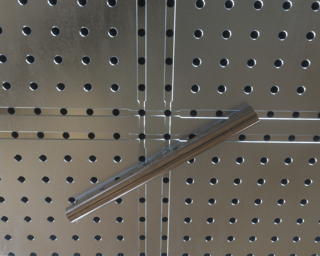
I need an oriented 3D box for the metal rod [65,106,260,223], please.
[{"bbox_3d":[-0.003,0.055,0.433,0.300,0.025,0.025,-30,108,10],"label":"metal rod"}]
